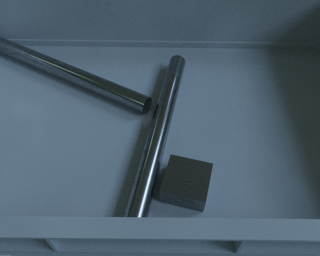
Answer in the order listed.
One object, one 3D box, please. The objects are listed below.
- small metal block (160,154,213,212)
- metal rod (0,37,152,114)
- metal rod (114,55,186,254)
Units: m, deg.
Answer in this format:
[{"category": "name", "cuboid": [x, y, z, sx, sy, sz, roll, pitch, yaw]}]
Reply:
[{"category": "small metal block", "cuboid": [0.030, 0.062, 0.353, 0.050, 0.025, 0.050, 12, 51, 9]}, {"category": "metal rod", "cuboid": [-0.149, -0.088, 0.477, 0.301, 0.025, 0.025, 23, 54, 18]}, {"category": "metal rod", "cuboid": [-0.002, 0.006, 0.399, 0.025, 0.025, 0.300, 9, 50, 7]}]
